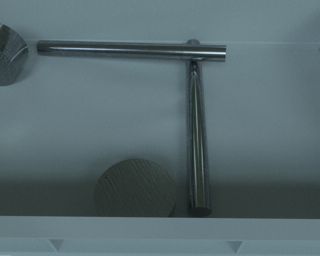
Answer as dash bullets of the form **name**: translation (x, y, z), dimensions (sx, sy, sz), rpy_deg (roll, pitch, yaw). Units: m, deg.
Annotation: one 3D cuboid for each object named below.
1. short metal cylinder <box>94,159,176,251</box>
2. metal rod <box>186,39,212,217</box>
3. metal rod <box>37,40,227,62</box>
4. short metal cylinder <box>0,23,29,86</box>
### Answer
- **short metal cylinder**: translation (-0.024, 0.079, 0.322), dimensions (0.081, 0.050, 0.080), rpy_deg (0, 50, 0)
- **metal rod**: translation (0.049, -0.025, 0.426), dimensions (0.025, 0.025, 0.300), rpy_deg (2, 50, 1)
- **metal rod**: translation (-0.050, -0.122, 0.486), dimensions (0.301, 0.025, 0.025), rpy_deg (5, 50, 11)
- **short metal cylinder**: translation (-0.245, -0.108, 0.457), dimensions (0.080, 0.080, 0.050), rpy_deg (4, 50, 3)
